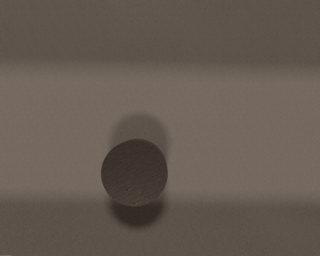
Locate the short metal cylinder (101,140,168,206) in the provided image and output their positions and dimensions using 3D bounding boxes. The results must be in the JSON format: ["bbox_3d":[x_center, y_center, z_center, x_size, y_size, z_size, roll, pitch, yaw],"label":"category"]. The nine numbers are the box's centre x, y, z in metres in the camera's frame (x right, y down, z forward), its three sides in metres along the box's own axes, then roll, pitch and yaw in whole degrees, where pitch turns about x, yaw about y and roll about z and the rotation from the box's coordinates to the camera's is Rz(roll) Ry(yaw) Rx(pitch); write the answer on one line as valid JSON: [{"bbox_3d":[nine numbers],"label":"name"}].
[{"bbox_3d":[-0.031,0.055,0.399,0.081,0.050,0.079,0,90,-1],"label":"short metal cylinder"}]
